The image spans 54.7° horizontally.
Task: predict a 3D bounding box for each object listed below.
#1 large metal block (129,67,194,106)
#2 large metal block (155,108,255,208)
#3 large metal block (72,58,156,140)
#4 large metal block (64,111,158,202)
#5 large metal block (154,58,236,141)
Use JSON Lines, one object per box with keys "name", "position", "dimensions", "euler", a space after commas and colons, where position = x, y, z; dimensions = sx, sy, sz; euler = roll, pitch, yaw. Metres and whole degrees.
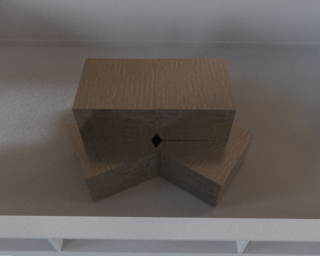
{"name": "large metal block", "position": [0.003, -0.042, 0.422], "dimensions": [0.080, 0.050, 0.080], "euler": [1, 50, 1]}
{"name": "large metal block", "position": [0.051, 0.031, 0.360], "dimensions": [0.080, 0.050, 0.080], "euler": [27, 55, 21]}
{"name": "large metal block", "position": [-0.046, -0.033, 0.349], "dimensions": [0.080, 0.050, 0.080], "euler": [1, 50, 0]}
{"name": "large metal block", "position": [-0.056, 0.027, 0.364], "dimensions": [0.081, 0.050, 0.080], "euler": [-21, 53, -17]}
{"name": "large metal block", "position": [0.035, -0.033, 0.348], "dimensions": [0.080, 0.050, 0.080], "euler": [1, 50, 0]}
